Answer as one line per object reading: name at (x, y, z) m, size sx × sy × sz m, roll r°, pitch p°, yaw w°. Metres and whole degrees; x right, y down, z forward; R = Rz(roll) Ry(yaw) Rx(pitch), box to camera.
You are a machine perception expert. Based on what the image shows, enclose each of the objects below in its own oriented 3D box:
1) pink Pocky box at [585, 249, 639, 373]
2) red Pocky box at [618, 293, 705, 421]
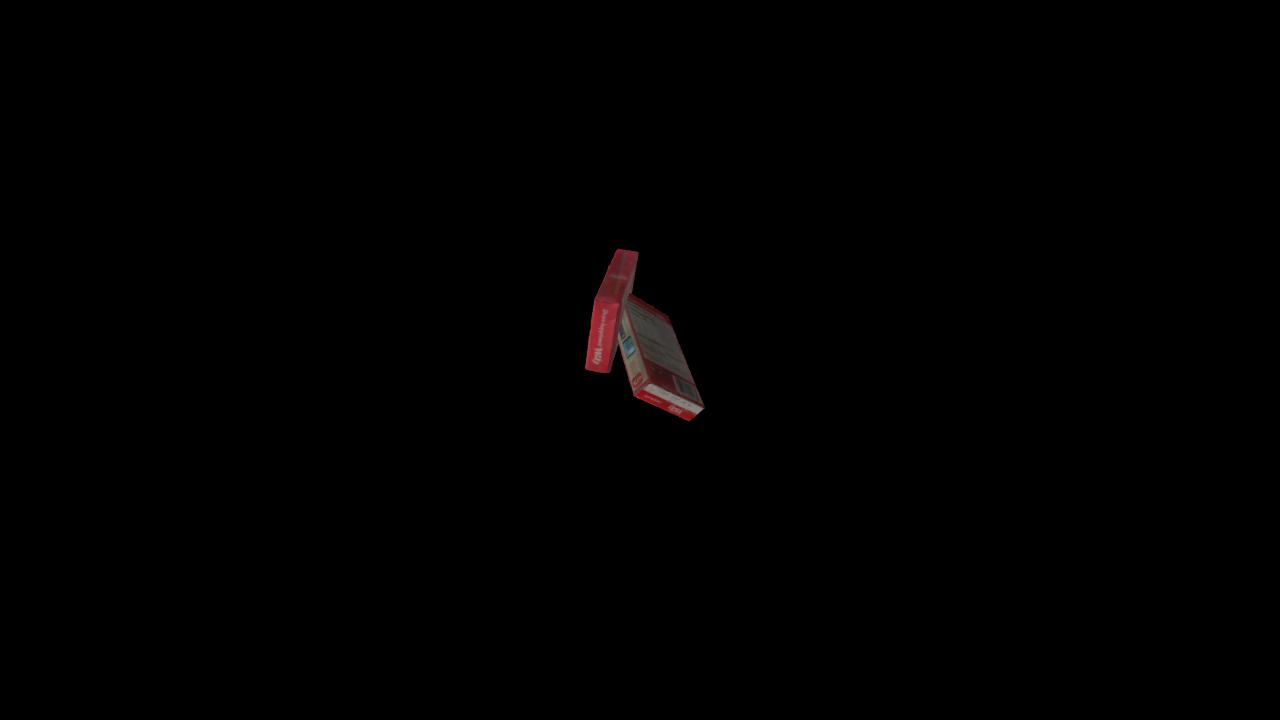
pink Pocky box at (-0.030, -0.059, 0.684) m, size 0.029 × 0.084 × 0.155 m, roll 11°, pitch 30°, yaw 1°
red Pocky box at (0.014, -0.008, 0.664) m, size 0.083 × 0.155 × 0.028 m, roll 27°, pitch -60°, yaw -35°
